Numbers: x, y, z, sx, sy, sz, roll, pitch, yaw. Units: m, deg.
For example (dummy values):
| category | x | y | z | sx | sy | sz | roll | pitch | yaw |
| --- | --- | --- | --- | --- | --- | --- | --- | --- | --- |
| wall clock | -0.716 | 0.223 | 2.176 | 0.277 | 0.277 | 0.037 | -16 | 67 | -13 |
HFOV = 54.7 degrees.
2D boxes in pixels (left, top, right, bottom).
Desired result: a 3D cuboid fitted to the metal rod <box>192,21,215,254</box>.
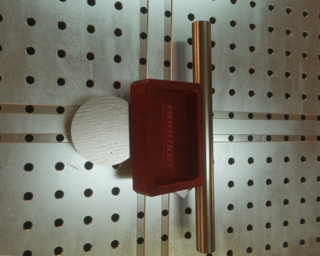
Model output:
| category | x | y | z | sx | sy | sz | roll | pitch | yaw |
| --- | --- | --- | --- | --- | --- | --- | --- | --- | --- |
| metal rod | 0.057 | 0.012 | 0.408 | 0.025 | 0.025 | 0.298 | -1 | 91 | -20 |

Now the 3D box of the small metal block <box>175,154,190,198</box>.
| category | x | y | z | sx | sy | sz | roll | pitch | yaw |
| --- | --- | --- | --- | --- | --- | --- | --- | --- | --- |
| small metal block | 0.024 | 0.059 | 0.422 | 0.050 | 0.025 | 0.050 | 41 | 77 | -16 |

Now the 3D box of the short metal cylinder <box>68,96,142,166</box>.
| category | x | y | z | sx | sy | sz | roll | pitch | yaw |
| --- | --- | --- | --- | --- | --- | --- | --- | --- | --- |
| short metal cylinder | -0.068 | 0.003 | 0.374 | 0.081 | 0.050 | 0.079 | 0 | 90 | -21 |

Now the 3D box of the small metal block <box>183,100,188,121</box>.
| category | x | y | z | sx | sy | sz | roll | pitch | yaw |
| --- | --- | --- | --- | --- | --- | --- | --- | --- | --- |
| small metal block | 0.033 | -0.029 | 0.426 | 0.050 | 0.025 | 0.050 | -16 | 96 | -20 |

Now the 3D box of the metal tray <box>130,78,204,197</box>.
| category | x | y | z | sx | sy | sz | roll | pitch | yaw |
| --- | --- | --- | --- | --- | --- | --- | --- | --- | --- |
| metal tray | 0.011 | 0.010 | 0.373 | 0.091 | 0.030 | 0.129 | -2 | 91 | -40 |
